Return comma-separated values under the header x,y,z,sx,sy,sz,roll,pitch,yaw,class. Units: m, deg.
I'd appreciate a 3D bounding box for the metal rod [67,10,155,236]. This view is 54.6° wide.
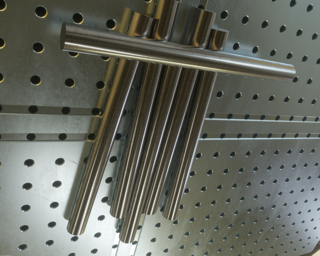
x,y,z,sx,sy,sz,roll,pitch,yaw,class
-0.067,0.011,0.379,0.025,0.025,0.298,7,115,-32,metal rod

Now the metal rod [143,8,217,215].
x,y,z,sx,sy,sz,roll,pitch,yaw,class
0.018,-0.005,0.419,0.025,0.025,0.298,1,118,-29,metal rod

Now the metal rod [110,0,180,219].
x,y,z,sx,sy,sz,roll,pitch,yaw,class
-0.026,-0.007,0.392,0.025,0.025,0.298,1,118,-29,metal rod

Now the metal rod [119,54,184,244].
x,y,z,sx,sy,sz,roll,pitch,yaw,class
-0.017,0.042,0.427,0.025,0.025,0.298,1,118,-29,metal rod

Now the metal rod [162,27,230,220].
x,y,z,sx,sy,sz,roll,pitch,yaw,class
0.044,0.011,0.442,0.025,0.025,0.298,-2,120,-27,metal rod

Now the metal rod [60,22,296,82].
x,y,z,sx,sy,sz,roll,pitch,yaw,class
0.044,-0.079,0.353,0.302,0.025,0.025,2,118,-29,metal rod
